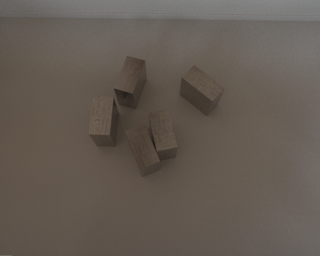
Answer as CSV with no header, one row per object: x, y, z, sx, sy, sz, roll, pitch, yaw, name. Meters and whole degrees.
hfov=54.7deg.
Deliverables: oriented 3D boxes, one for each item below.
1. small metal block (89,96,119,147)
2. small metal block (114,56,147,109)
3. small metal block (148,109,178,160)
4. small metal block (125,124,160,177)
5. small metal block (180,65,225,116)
-0.071,-0.007,0.398,0.025,0.050,0.050,2,70,1,small metal block
-0.038,-0.060,0.418,0.025,0.050,0.050,16,71,6,small metal block
0.003,0.010,0.392,0.025,0.050,0.050,-11,71,-4,small metal block
-0.021,0.029,0.385,0.025,0.050,0.050,-21,72,-7,small metal block
0.055,-0.049,0.414,0.050,0.050,0.025,40,75,13,small metal block
